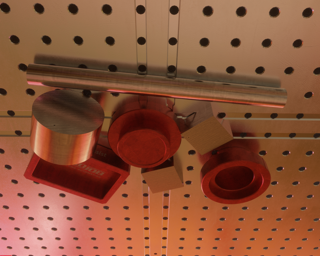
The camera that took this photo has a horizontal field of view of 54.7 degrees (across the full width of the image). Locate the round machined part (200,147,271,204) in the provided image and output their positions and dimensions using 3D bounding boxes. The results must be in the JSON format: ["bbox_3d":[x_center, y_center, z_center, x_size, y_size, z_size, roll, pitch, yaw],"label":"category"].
[{"bbox_3d":[0.108,0.066,0.458,0.099,0.042,0.097,0,130,0],"label":"round machined part"}]

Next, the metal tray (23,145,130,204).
[{"bbox_3d":[-0.120,0.059,0.457,0.131,0.030,0.089,24,126,-19],"label":"metal tray"}]

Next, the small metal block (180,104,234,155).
[{"bbox_3d":[0.062,0.003,0.415,0.050,0.025,0.050,-31,124,23],"label":"small metal block"}]

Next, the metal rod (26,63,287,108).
[{"bbox_3d":[0.001,-0.049,0.369,0.302,0.025,0.025,5,130,-5],"label":"metal rod"}]

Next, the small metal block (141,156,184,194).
[{"bbox_3d":[0.004,0.070,0.471,0.050,0.025,0.050,-15,129,12],"label":"small metal block"}]

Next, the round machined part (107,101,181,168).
[{"bbox_3d":[-0.021,0.015,0.413,0.099,0.042,0.097,0,128,0],"label":"round machined part"}]

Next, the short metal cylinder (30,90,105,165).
[{"bbox_3d":[-0.112,-0.002,0.372,0.081,0.080,0.050,14,129,-12],"label":"short metal cylinder"}]
